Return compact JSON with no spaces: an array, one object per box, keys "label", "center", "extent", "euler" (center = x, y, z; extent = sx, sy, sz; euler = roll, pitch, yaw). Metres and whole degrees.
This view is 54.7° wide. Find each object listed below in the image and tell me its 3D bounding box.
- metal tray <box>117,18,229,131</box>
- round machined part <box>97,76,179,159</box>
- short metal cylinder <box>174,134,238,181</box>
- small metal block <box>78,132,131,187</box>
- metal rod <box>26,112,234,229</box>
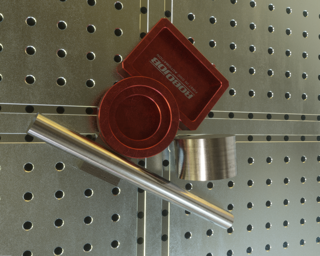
[{"label":"metal tray","center":[0.020,-0.069,0.418],"extent":[0.130,0.030,0.090],"euler":[42,76,-15]},{"label":"round machined part","center":[-0.029,-0.013,0.385],"extent":[0.099,0.042,0.097],"euler":[0,90,-18]},{"label":"short metal cylinder","center":[0.059,0.036,0.405],"extent":[0.081,0.080,0.050],"euler":[-4,92,-20]},{"label":"small metal block","center":[-0.067,0.038,0.389],"extent":[0.050,0.025,0.050],"euler":[30,80,-18]},{"label":"metal rod","center":[-0.017,0.065,0.386],"extent":[0.301,0.025,0.025],"euler":[32,80,-26]}]
